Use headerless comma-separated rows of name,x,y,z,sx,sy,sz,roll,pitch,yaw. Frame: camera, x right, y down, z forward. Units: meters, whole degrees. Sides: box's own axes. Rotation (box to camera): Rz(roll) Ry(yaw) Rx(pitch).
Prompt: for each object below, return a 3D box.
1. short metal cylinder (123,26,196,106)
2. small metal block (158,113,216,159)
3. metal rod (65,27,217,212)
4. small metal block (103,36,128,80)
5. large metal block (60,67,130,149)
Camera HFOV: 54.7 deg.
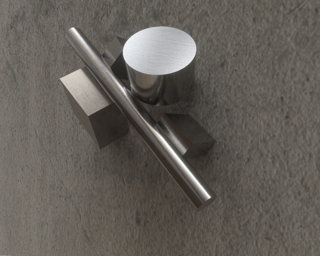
short metal cylinder,0.001,-0.072,0.360,0.080,0.080,0.050,46,159,30
small metal block,0.029,0.009,0.361,0.050,0.050,0.025,48,119,29
metal rod,-0.038,-0.029,0.371,0.300,0.025,0.025,51,120,27
small metal block,-0.051,-0.095,0.430,0.050,0.050,0.025,-46,63,30
large metal block,-0.090,-0.030,0.439,0.080,0.050,0.080,48,159,28
